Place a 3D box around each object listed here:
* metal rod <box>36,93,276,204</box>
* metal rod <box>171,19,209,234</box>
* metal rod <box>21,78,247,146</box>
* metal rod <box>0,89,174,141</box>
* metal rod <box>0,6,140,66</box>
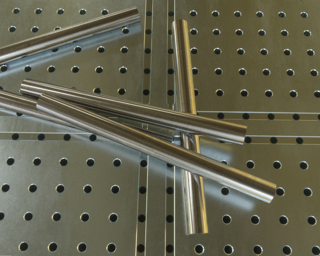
[{"bbox_3d":[-0.011,0.021,0.376,0.301,0.025,0.025,21,72,7],"label":"metal rod"},{"bbox_3d":[0.037,-0.016,0.417,0.025,0.025,0.299,-3,70,-1],"label":"metal rod"},{"bbox_3d":[-0.042,-0.024,0.402,0.301,0.025,0.025,13,71,11],"label":"metal rod"},{"bbox_3d":[-0.130,-0.017,0.417,0.301,0.025,0.025,15,71,5],"label":"metal rod"},{"bbox_3d":[-0.175,-0.123,0.455,0.302,0.025,0.025,-20,71,-7],"label":"metal rod"}]
